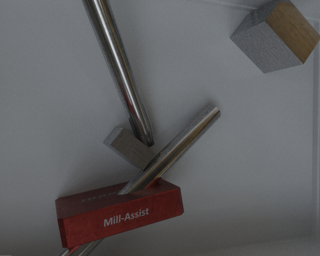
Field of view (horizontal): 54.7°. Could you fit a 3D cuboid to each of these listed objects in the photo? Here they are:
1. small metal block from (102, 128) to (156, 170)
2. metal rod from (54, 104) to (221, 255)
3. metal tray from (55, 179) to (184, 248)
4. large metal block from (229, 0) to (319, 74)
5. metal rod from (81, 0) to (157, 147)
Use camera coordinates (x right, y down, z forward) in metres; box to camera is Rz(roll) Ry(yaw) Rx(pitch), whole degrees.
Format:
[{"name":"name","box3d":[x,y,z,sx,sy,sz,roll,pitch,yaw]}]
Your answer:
[{"name":"small metal block","box3d":[-0.039,0.025,0.384,0.050,0.050,0.025,40,77,-16]},{"name":"metal rod","box3d":[-0.023,0.068,0.368,0.301,0.025,0.025,-43,104,-27]},{"name":"metal tray","box3d":[-0.050,0.090,0.358,0.131,0.090,0.030,-10,94,-20]},{"name":"large metal block","box3d":[0.162,-0.129,0.443,0.080,0.080,0.050,40,77,-16]},{"name":"metal rod","box3d":[-0.054,-0.096,0.319,0.025,0.025,0.298,-31,128,-17]}]
